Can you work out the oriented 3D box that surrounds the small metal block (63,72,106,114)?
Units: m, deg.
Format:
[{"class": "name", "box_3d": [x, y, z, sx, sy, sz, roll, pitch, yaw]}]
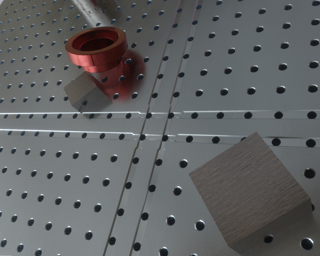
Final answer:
[{"class": "small metal block", "box_3d": [-0.124, -0.060, 0.508, 0.050, 0.025, 0.050, -37, 51, 3]}]

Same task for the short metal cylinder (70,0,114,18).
[{"class": "short metal cylinder", "box_3d": [-0.140, -0.272, 0.630, 0.080, 0.050, 0.080, -13, 56, 20]}]

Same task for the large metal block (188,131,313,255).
[{"class": "large metal block", "box_3d": [0.088, 0.064, 0.306, 0.080, 0.050, 0.080, -33, 52, 6]}]

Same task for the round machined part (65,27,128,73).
[{"class": "round machined part", "box_3d": [-0.101, -0.126, 0.511, 0.099, 0.042, 0.098, -5, 42, 4]}]
